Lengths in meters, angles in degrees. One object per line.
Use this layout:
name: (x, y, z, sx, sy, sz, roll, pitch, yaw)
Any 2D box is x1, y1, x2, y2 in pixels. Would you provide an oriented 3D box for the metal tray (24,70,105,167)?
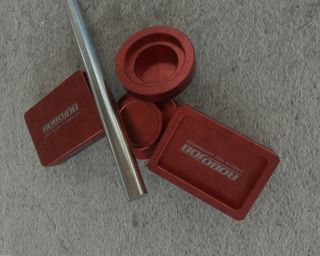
metal tray: (-0.131, -0.011, 0.442, 0.130, 0.030, 0.090, -31, 77, 26)

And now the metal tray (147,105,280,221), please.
metal tray: (0.062, 0.039, 0.374, 0.130, 0.030, 0.090, 29, 99, 7)

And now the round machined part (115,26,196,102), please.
round machined part: (-0.003, -0.076, 0.391, 0.098, 0.042, 0.098, -4, 67, 11)

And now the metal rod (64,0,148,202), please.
metal rod: (-0.076, -0.051, 0.402, 0.025, 0.025, 0.299, -29, 68, 17)

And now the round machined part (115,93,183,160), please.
round machined part: (-0.022, -0.007, 0.409, 0.098, 0.042, 0.097, 0, 90, 20)
